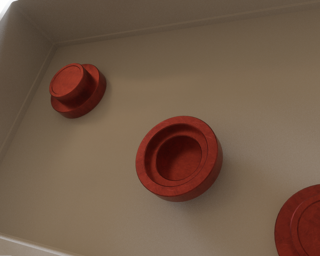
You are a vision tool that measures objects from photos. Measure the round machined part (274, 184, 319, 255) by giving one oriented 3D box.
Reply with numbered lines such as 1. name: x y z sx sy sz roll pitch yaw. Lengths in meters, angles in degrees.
1. round machined part: 0.148 0.093 0.260 0.098 0.042 0.098 -13 56 21

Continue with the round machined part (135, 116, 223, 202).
1. round machined part: 0.025 0.038 0.359 0.098 0.042 0.098 -13 56 21

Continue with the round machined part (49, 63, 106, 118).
1. round machined part: -0.142 -0.068 0.511 0.098 0.042 0.098 -13 56 21
